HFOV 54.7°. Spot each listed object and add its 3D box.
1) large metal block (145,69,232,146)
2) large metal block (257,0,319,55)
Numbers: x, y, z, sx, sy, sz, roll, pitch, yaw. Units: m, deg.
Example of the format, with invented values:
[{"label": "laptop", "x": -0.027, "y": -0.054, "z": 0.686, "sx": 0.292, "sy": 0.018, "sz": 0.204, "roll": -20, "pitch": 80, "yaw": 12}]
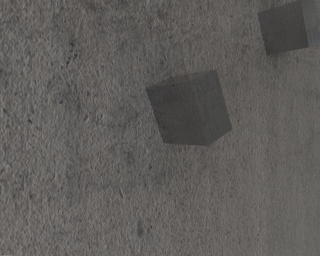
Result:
[{"label": "large metal block", "x": 0.037, "y": -0.025, "z": 0.399, "sx": 0.050, "sy": 0.080, "sz": 0.080, "roll": -29, "pitch": 108, "yaw": -36}, {"label": "large metal block", "x": 0.235, "y": -0.185, "z": 0.565, "sx": 0.050, "sy": 0.080, "sz": 0.080, "roll": -29, "pitch": 108, "yaw": -36}]
